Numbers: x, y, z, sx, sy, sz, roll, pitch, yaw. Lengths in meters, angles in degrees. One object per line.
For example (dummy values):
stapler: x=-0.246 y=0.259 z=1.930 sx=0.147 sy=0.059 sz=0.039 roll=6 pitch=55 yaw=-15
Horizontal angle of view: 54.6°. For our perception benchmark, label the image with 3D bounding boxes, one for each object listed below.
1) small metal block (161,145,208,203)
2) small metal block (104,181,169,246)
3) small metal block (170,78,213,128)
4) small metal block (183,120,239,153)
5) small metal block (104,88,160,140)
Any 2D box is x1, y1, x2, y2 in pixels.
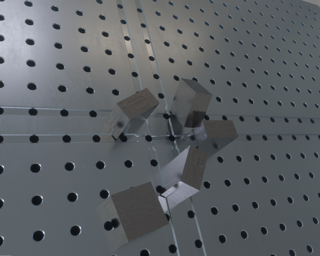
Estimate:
small metal block: x=0.029 y=0.056 z=0.373 sx=0.025 sy=0.050 sz=0.050 roll=28 pitch=52 yaw=-11
small metal block: x=-0.026 y=0.092 z=0.338 sx=0.050 sy=0.025 sz=0.050 roll=-13 pitch=69 yaw=-33
small metal block: x=0.041 y=-0.034 z=0.422 sx=0.025 sy=0.050 sz=0.050 roll=5 pitch=28 yaw=-26
small metal block: x=0.068 y=0.012 z=0.421 sx=0.050 sy=0.050 sz=0.025 roll=0 pitch=62 yaw=-28
small metal block: x=-0.035 y=-0.018 z=0.383 sx=0.050 sy=0.050 sz=0.025 roll=-34 pitch=81 yaw=-38
